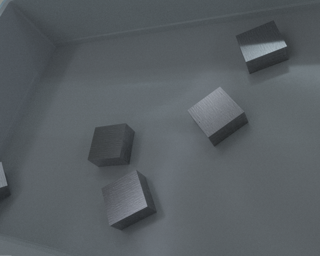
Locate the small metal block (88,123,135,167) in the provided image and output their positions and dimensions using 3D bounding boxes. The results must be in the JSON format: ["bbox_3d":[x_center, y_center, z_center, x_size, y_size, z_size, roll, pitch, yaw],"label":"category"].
[{"bbox_3d":[-0.066,0.024,0.424,0.050,0.025,0.050,-7,59,24],"label":"small metal block"}]

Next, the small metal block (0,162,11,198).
[{"bbox_3d":[-0.262,0.085,0.472,0.050,0.025,0.050,-17,49,-26],"label":"small metal block"}]

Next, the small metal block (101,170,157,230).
[{"bbox_3d":[-0.038,0.086,0.371,0.050,0.025,0.050,-29,52,9],"label":"small metal block"}]

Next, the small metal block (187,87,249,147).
[{"bbox_3d":[0.070,-0.014,0.377,0.050,0.025,0.050,-36,51,4],"label":"small metal block"}]

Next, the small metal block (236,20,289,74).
[{"bbox_3d":[0.131,-0.104,0.400,0.050,0.025,0.050,-19,54,16],"label":"small metal block"}]
